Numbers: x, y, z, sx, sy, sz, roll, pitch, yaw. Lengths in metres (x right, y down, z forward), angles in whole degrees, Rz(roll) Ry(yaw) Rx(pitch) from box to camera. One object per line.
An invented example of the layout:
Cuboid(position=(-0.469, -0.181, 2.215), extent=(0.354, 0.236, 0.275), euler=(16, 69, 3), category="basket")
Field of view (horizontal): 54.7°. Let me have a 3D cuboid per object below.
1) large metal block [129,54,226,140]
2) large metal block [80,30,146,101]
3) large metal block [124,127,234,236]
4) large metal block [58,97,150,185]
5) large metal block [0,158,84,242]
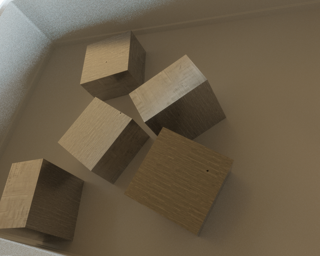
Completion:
Cuboid(position=(0.023, -0.026, 0.373), extent=(0.080, 0.080, 0.050), euler=(-34, 51, 5), category="large metal block")
Cuboid(position=(-0.071, -0.095, 0.483), extent=(0.080, 0.050, 0.080), euler=(-12, 57, 21), category="large metal block")
Cuboid(position=(0.022, 0.057, 0.328), extent=(0.080, 0.050, 0.080), euler=(25, 75, 18), category="large metal block")
Cuboid(position=(-0.075, 0.016, 0.418), extent=(0.080, 0.050, 0.080), euler=(30, 78, 37), category="large metal block")
Cuboid(position=(-0.147, 0.093, 0.388), extent=(0.050, 0.080, 0.080), euler=(-10, 58, 22), category="large metal block")
